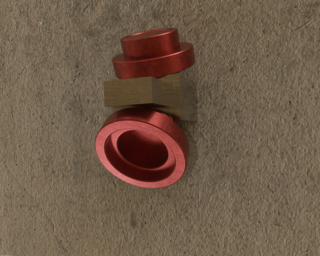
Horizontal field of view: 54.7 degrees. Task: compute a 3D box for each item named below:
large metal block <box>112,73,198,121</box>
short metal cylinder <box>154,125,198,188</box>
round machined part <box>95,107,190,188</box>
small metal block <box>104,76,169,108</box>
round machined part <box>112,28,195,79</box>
[{"bbox_3d":[-0.003,-0.032,0.380,0.080,0.080,0.050,-2,90,19],"label":"large metal block"},{"bbox_3d":[0.003,0.033,0.396,0.080,0.050,0.079,0,90,19],"label":"short metal cylinder"},{"bbox_3d":[-0.016,0.017,0.336,0.098,0.042,0.097,9,131,11],"label":"round machined part"},{"bbox_3d":[-0.023,-0.034,0.318,0.050,0.050,0.025,-3,89,20],"label":"small metal block"},{"bbox_3d":[-0.010,-0.092,0.370,0.098,0.098,0.042,-2,114,19],"label":"round machined part"}]
